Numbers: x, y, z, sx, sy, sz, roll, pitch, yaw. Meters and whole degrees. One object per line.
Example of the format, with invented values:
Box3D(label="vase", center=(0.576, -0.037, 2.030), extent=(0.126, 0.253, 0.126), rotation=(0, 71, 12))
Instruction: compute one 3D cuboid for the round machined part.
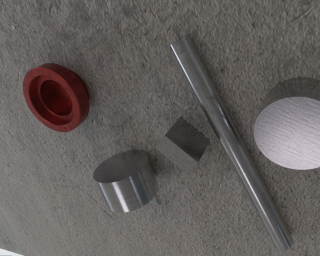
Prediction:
Box3D(label="round machined part", center=(-0.142, -0.046, 0.442), extent=(0.098, 0.042, 0.097), rotation=(13, 124, 21))

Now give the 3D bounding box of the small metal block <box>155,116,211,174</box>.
Box3D(label="small metal block", center=(0.029, 0.020, 0.388), extent=(0.050, 0.050, 0.025), rotation=(40, 129, 1))

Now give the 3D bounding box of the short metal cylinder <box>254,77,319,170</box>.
Box3D(label="short metal cylinder", center=(0.141, -0.005, 0.313), extent=(0.080, 0.050, 0.079), rotation=(13, 124, 21))

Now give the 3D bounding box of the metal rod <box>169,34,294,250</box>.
Box3D(label="metal rod", center=(0.093, 0.029, 0.375), extent=(0.025, 0.025, 0.299), rotation=(-19, 109, 35))

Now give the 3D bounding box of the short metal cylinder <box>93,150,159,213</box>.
Box3D(label="short metal cylinder", center=(-0.048, 0.074, 0.442), extent=(0.080, 0.080, 0.050), rotation=(-4, 116, 30))
